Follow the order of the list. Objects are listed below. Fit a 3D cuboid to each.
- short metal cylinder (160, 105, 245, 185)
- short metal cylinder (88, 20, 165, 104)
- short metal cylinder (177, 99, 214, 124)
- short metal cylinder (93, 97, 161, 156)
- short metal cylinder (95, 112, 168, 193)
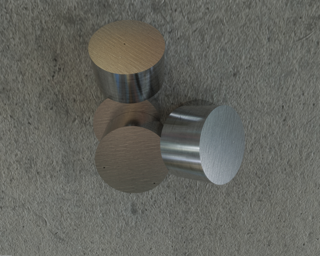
[{"bbox_3d":[0.047,0.016,0.327,0.050,0.081,0.080,3,118,45],"label":"short metal cylinder"},{"bbox_3d":[-0.035,-0.074,0.347,0.081,0.080,0.050,0,149,-1],"label":"short metal cylinder"},{"bbox_3d":[0.051,0.008,0.401,0.081,0.050,0.079,0,110,-1],"label":"short metal cylinder"},{"bbox_3d":[-0.039,-0.011,0.393,0.081,0.050,0.079,0,110,-1],"label":"short metal cylinder"},{"bbox_3d":[-0.029,0.027,0.353,0.081,0.050,0.079,0,110,-1],"label":"short metal cylinder"}]
